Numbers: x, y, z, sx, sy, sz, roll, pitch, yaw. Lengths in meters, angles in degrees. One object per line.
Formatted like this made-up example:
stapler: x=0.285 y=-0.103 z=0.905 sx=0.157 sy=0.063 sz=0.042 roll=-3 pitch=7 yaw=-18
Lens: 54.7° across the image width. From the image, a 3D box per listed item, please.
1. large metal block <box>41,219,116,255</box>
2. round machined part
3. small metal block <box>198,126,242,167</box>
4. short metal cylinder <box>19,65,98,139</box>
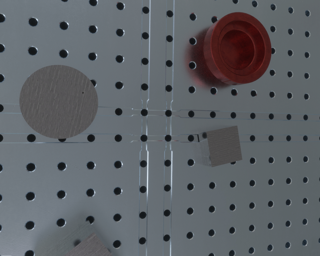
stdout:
large metal block: x=-0.092 y=0.171 z=0.366 sx=0.080 sy=0.050 sz=0.080 roll=-37 pitch=102 yaw=-16
round machined part: x=0.105 y=-0.109 z=0.442 sx=0.099 sy=0.042 sz=0.097 roll=0 pitch=90 yaw=-20
small metal block: x=0.086 y=0.025 z=0.444 sx=0.050 sy=0.025 sz=0.050 roll=-10 pitch=94 yaw=-20
short metal cylinder: x=-0.116 y=-0.028 z=0.357 sx=0.081 sy=0.050 sz=0.080 roll=0 pitch=90 yaw=-20
